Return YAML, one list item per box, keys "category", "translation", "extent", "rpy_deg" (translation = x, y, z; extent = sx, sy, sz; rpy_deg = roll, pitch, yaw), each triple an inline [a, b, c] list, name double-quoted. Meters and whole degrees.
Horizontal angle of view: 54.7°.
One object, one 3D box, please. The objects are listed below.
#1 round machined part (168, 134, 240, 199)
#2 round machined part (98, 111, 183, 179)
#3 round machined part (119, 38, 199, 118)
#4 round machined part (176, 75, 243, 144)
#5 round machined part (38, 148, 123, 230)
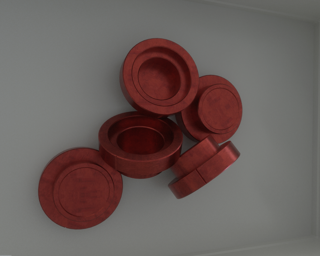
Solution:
- category: "round machined part"
  translation: [0.049, 0.044, 0.394]
  extent: [0.099, 0.098, 0.042]
  rpy_deg: [-34, 84, -17]
- category: "round machined part"
  translation: [-0.024, 0.023, 0.374]
  extent: [0.099, 0.098, 0.042]
  rpy_deg: [-10, 128, -20]
- category: "round machined part"
  translation: [-0.003, -0.060, 0.396]
  extent: [0.099, 0.042, 0.097]
  rpy_deg: [3, 80, -18]
- category: "round machined part"
  translation: [0.074, -0.025, 0.430]
  extent: [0.099, 0.042, 0.097]
  rpy_deg: [0, 90, -21]
- category: "round machined part"
  translation: [-0.092, 0.072, 0.368]
  extent: [0.099, 0.042, 0.097]
  rpy_deg: [0, 90, -20]
